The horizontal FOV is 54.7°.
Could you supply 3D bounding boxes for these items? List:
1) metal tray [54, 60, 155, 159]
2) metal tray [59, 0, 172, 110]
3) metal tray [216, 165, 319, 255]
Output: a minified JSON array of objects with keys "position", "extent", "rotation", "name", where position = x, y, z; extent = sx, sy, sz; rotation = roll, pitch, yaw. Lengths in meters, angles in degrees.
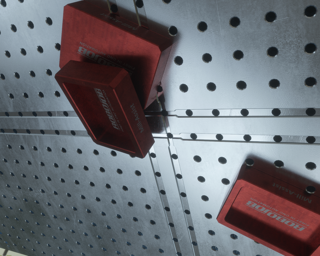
[{"position":[-0.066,-0.021,0.394],"extent":[0.090,0.030,0.129],"rotation":[14,144,29],"name":"metal tray"},{"position":[-0.060,-0.089,0.383],"extent":[0.130,0.030,0.089],"rotation":[27,128,10],"name":"metal tray"},{"position":[0.149,0.113,0.398],"extent":[0.130,0.030,0.089],"rotation":[24,127,13],"name":"metal tray"}]
